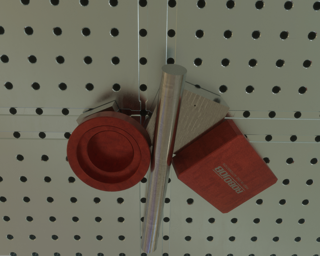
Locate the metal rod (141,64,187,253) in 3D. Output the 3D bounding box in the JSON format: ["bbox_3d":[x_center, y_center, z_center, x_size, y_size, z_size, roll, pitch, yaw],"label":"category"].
[{"bbox_3d":[-0.001,0.062,0.390,0.025,0.025,0.298,6,126,-2],"label":"metal rod"}]

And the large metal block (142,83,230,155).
[{"bbox_3d":[0.029,-0.012,0.392,0.080,0.050,0.079,22,109,-8],"label":"large metal block"}]

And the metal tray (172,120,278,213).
[{"bbox_3d":[0.087,0.056,0.401,0.090,0.030,0.130,-36,131,13],"label":"metal tray"}]

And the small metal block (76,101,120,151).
[{"bbox_3d":[-0.074,-0.001,0.409,0.050,0.025,0.050,-21,109,7],"label":"small metal block"}]

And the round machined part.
[{"bbox_3d":[-0.059,0.025,0.380,0.099,0.042,0.097,1,111,2],"label":"round machined part"}]
